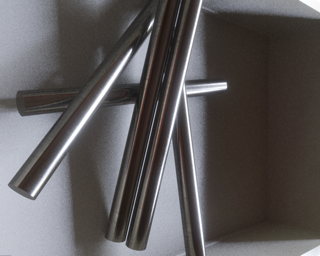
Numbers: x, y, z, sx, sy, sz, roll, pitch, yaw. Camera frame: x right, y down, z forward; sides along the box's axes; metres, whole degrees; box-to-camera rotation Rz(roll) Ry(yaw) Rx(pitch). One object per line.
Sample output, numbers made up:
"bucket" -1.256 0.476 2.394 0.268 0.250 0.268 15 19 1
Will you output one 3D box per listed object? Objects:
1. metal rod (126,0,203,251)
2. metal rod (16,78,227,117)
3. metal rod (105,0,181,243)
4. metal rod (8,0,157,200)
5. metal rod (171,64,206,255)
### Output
"metal rod" 0.005 -0.005 0.366 0.025 0.025 0.298 12 91 -40
"metal rod" -0.019 -0.045 0.392 0.302 0.025 0.025 -11 97 -40
"metal rod" -0.019 -0.016 0.363 0.025 0.025 0.298 12 91 -40
"metal rod" -0.055 -0.060 0.334 0.025 0.025 0.300 48 53 -30
"metal rod" 0.029 0.023 0.389 0.025 0.025 0.298 -5 87 -40
